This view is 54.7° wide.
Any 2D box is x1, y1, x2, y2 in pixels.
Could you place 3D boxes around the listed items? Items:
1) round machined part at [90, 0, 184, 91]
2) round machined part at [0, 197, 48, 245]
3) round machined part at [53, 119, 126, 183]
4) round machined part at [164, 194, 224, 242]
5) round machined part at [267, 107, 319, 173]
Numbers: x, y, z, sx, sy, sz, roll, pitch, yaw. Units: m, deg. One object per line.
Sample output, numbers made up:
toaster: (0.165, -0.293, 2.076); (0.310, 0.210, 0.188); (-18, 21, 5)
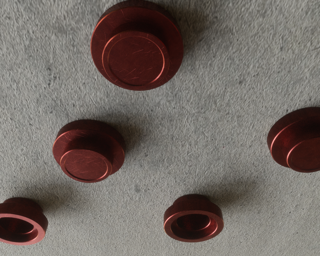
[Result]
round machined part: (-0.024, -0.079, 0.328); (0.099, 0.042, 0.097); (0, 130, 0)
round machined part: (-0.240, 0.155, 0.526); (0.099, 0.042, 0.097); (0, 130, 0)
round machined part: (-0.098, 0.039, 0.428); (0.099, 0.042, 0.097); (0, 130, 0)
round machined part: (0.055, 0.149, 0.523); (0.099, 0.042, 0.097); (0, 130, 0)
round machined part: (0.200, 0.023, 0.417); (0.099, 0.042, 0.097); (0, 130, 0)
